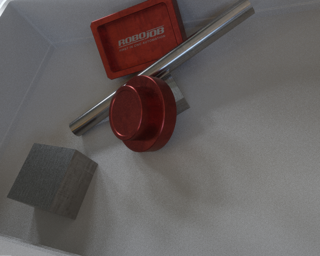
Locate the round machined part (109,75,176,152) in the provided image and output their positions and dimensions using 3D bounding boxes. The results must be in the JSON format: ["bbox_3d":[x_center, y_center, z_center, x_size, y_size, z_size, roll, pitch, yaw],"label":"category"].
[{"bbox_3d":[-0.028,-0.018,0.390,0.098,0.042,0.097,-1,88,47],"label":"round machined part"}]

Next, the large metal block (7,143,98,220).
[{"bbox_3d":[-0.144,0.071,0.420,0.080,0.050,0.080,5,64,30],"label":"large metal block"}]

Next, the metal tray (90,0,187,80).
[{"bbox_3d":[-0.029,-0.132,0.461,0.130,0.089,0.030,-13,13,21],"label":"metal tray"}]

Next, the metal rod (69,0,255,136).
[{"bbox_3d":[-0.007,-0.077,0.433,0.300,0.025,0.025,-33,51,14],"label":"metal rod"}]

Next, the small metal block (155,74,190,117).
[{"bbox_3d":[0.006,-0.039,0.425,0.050,0.025,0.050,-31,52,8],"label":"small metal block"}]
